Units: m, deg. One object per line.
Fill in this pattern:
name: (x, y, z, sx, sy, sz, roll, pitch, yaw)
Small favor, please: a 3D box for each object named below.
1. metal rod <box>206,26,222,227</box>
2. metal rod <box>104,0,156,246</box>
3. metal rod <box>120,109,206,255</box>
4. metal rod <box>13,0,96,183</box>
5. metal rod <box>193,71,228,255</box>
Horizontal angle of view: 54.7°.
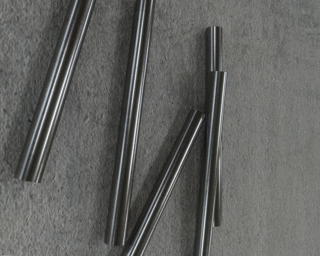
metal rod: (0.082, -0.002, 0.473, 0.025, 0.025, 0.298, 0, 90, -40)
metal rod: (-0.035, -0.014, 0.374, 0.025, 0.025, 0.298, 11, 83, -40)
metal rod: (-0.009, 0.105, 0.397, 0.025, 0.025, 0.300, 41, 65, -33)
metal rod: (-0.093, -0.093, 0.325, 0.025, 0.025, 0.299, 22, 76, -38)
metal rod: (0.071, 0.069, 0.449, 0.025, 0.025, 0.298, 3, 92, -40)
